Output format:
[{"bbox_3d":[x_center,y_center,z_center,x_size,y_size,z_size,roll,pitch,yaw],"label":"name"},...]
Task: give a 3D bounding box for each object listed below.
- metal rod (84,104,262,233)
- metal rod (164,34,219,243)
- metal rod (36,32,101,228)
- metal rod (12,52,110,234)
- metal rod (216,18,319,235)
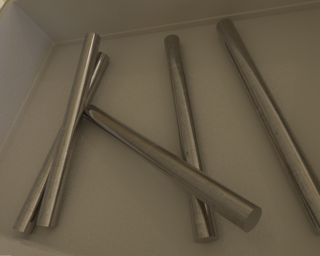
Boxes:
[{"bbox_3d":[-0.013,0.027,0.372,0.300,0.025,0.025,29,78,44],"label":"metal rod"},{"bbox_3d":[0.033,-0.011,0.395,0.025,0.025,0.299,-19,54,17],"label":"metal rod"},{"bbox_3d":[-0.129,-0.010,0.457,0.025,0.025,0.299,-2,67,27],"label":"metal rod"},{"bbox_3d":[-0.143,0.008,0.475,0.025,0.025,0.300,5,64,30],"label":"metal rod"},{"bbox_3d":[0.121,-0.029,0.359,0.025,0.025,0.299,-24,53,14],"label":"metal rod"}]
